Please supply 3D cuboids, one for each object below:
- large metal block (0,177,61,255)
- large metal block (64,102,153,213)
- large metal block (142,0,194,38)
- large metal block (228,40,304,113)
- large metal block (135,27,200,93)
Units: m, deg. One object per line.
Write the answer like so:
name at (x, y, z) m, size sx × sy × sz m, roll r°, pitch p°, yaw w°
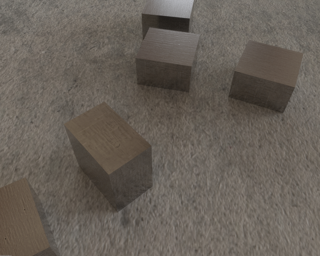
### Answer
large metal block at (-0.150, 0.107, 0.295) m, size 0.081 × 0.050 × 0.080 m, roll -24°, pitch 54°, yaw -19°
large metal block at (-0.054, 0.032, 0.340) m, size 0.050 × 0.080 × 0.080 m, roll -34°, pitch 58°, yaw -25°
large metal block at (0.016, -0.199, 0.554) m, size 0.080 × 0.050 × 0.080 m, roll 8°, pitch 50°, yaw 6°
large metal block at (0.155, -0.077, 0.454) m, size 0.080 × 0.050 × 0.080 m, roll 19°, pitch 52°, yaw 15°
large metal block at (0.014, -0.106, 0.476) m, size 0.080 × 0.050 × 0.080 m, roll 10°, pitch 51°, yaw 8°
